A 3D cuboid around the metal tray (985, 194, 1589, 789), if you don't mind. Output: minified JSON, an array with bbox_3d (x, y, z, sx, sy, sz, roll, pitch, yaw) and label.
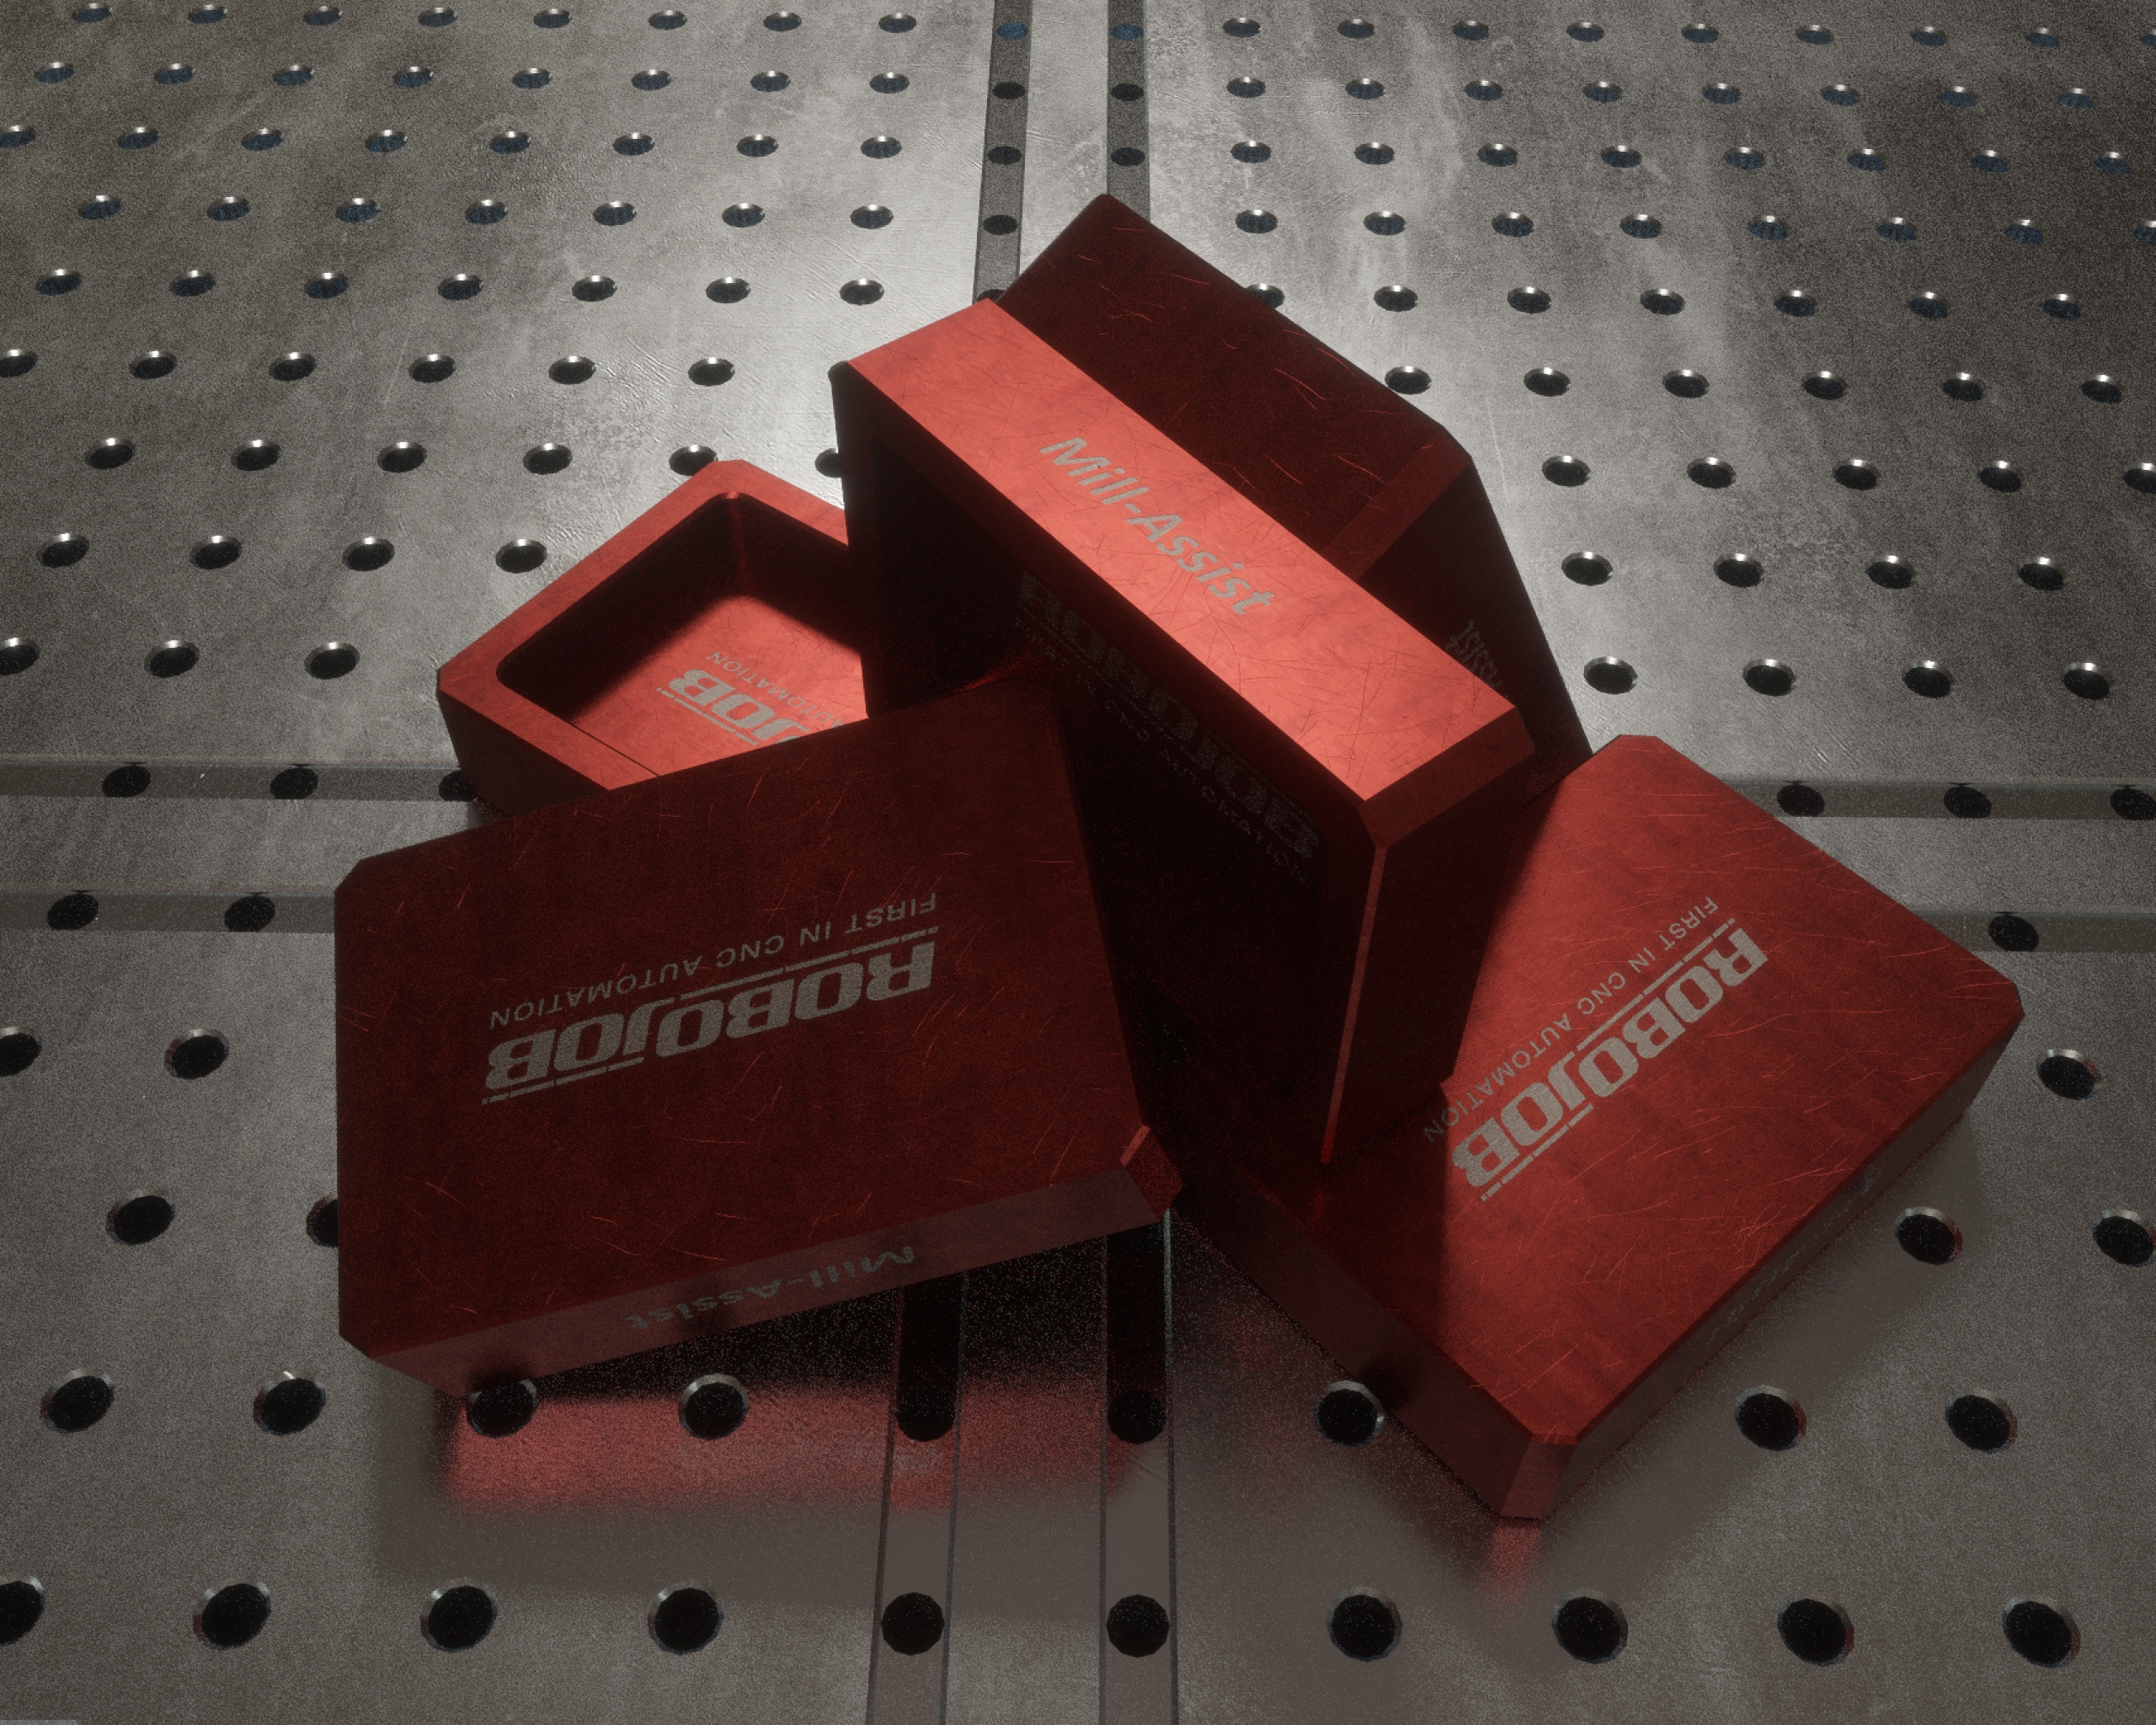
[{"bbox_3d":[0.043,-0.057,0.389,0.030,0.130,0.090,-47,60,1],"label":"metal tray"}]

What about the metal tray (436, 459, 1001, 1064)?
[{"bbox_3d":[-0.051,-0.025,0.424,0.130,0.030,0.090,29,56,22],"label":"metal tray"}]

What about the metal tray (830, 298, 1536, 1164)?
[{"bbox_3d":[0.011,-0.022,0.345,0.030,0.089,0.130,-31,57,-24],"label":"metal tray"}]

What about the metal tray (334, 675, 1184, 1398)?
[{"bbox_3d":[-0.056,0.028,0.349,0.131,0.030,0.090,-15,61,6],"label":"metal tray"}]

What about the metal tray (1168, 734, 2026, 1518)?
[{"bbox_3d":[0.090,0.040,0.370,0.131,0.030,0.090,-34,58,-26],"label":"metal tray"}]
